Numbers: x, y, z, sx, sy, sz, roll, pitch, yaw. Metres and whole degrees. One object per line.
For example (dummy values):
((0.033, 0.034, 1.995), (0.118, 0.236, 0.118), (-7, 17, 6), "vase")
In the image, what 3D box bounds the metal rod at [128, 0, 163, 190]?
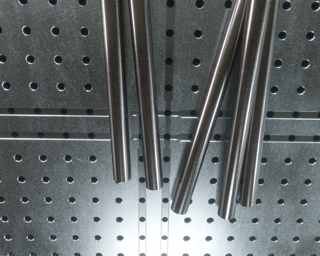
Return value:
((-0.018, -0.057, 0.392), (0.025, 0.025, 0.298), (-4, 110, 1), "metal rod")

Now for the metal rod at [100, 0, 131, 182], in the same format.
((-0.055, -0.069, 0.387), (0.025, 0.025, 0.298), (-1, 110, 0), "metal rod")

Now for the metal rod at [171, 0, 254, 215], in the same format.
((0.063, -0.016, 0.408), (0.025, 0.025, 0.298), (13, 110, -5), "metal rod")

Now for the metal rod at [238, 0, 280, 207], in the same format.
((0.127, -0.030, 0.404), (0.025, 0.025, 0.298), (-1, 110, 0), "metal rod")

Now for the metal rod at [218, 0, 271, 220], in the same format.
((0.104, -0.006, 0.400), (0.025, 0.025, 0.298), (2, 115, -1), "metal rod")
